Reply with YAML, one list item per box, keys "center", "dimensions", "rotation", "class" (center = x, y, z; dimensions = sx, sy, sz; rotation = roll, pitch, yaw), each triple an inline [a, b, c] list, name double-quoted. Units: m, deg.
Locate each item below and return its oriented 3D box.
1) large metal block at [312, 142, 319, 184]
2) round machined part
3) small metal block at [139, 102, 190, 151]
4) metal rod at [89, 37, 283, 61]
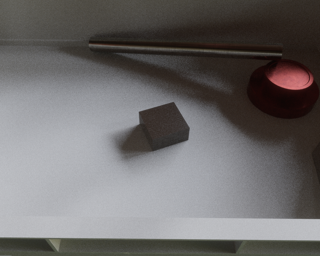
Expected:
- center: [0.230, 0.050, 0.350]
  dimensions: [0.080, 0.050, 0.080]
  rotation: [4, 50, 3]
  class: "large metal block"
- center: [0.181, -0.063, 0.450]
  dimensions: [0.099, 0.042, 0.098]
  rotation: [0, 50, 0]
  class: "round machined part"
- center: [0.005, -0.003, 0.407]
  dimensions: [0.050, 0.025, 0.050]
  rotation: [-17, 52, -14]
  class: "small metal block"
- center: [0.030, -0.125, 0.483]
  dimensions: [0.301, 0.025, 0.025]
  rotation: [7, 50, 16]
  class: "metal rod"
